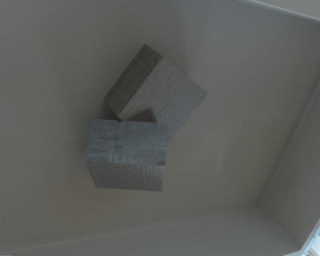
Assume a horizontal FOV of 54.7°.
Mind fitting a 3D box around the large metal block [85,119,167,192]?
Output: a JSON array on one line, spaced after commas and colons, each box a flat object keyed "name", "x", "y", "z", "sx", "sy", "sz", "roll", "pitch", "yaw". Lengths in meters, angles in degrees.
[{"name": "large metal block", "x": -0.035, "y": 0.034, "z": 0.357, "sx": 0.081, "sy": 0.050, "sz": 0.080, "roll": 4, "pitch": 150, "yaw": 0}]

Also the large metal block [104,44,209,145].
[{"name": "large metal block", "x": -0.004, "y": -0.038, "z": 0.368, "sx": 0.080, "sy": 0.050, "sz": 0.080, "roll": 31, "pitch": 101, "yaw": -39}]
